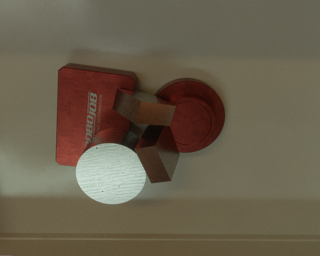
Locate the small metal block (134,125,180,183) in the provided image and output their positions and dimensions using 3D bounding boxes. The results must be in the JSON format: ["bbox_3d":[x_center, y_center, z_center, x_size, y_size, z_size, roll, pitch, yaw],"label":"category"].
[{"bbox_3d":[-0.001,0.029,0.365,0.025,0.050,0.050,-12,118,24],"label":"small metal block"}]

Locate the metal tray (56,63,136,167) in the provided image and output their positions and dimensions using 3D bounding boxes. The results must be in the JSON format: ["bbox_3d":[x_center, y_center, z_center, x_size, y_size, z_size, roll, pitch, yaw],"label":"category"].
[{"bbox_3d":[-0.083,-0.012,0.399,0.091,0.030,0.129,7,110,-3],"label":"metal tray"}]

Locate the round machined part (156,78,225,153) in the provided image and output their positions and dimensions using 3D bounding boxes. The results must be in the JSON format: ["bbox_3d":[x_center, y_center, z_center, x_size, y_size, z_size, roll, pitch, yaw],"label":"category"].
[{"bbox_3d":[0.034,-0.012,0.396,0.099,0.042,0.097,0,110,-1],"label":"round machined part"}]

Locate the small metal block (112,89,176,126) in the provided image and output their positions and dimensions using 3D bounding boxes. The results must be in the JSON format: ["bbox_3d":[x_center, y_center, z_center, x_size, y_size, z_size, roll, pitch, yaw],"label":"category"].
[{"bbox_3d":[-0.019,-0.024,0.360,0.050,0.050,0.025,3,109,-41],"label":"small metal block"}]

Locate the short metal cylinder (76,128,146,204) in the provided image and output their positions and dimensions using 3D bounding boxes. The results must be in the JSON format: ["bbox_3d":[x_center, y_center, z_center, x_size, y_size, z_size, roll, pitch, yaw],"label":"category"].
[{"bbox_3d":[-0.057,0.045,0.380,0.081,0.050,0.079,0,110,-1],"label":"short metal cylinder"}]
